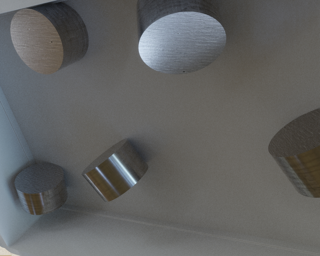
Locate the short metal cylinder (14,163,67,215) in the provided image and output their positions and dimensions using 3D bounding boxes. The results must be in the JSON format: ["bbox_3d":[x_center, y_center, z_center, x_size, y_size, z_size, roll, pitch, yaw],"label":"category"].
[{"bbox_3d":[-0.209,0.107,0.549,0.080,0.080,0.050,14,124,20],"label":"short metal cylinder"}]

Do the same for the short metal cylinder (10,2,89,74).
[{"bbox_3d":[-0.140,-0.115,0.395,0.080,0.050,0.079,13,124,21],"label":"short metal cylinder"}]

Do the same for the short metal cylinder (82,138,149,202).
[{"bbox_3d":[-0.064,0.059,0.443,0.080,0.080,0.050,-30,102,38],"label":"short metal cylinder"}]

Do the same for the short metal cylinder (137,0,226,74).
[{"bbox_3d":[0.019,-0.096,0.297,0.081,0.050,0.080,-4,151,-2],"label":"short metal cylinder"}]

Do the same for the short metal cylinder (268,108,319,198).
[{"bbox_3d":[0.156,0.022,0.304,0.080,0.080,0.050,-30,102,38],"label":"short metal cylinder"}]
